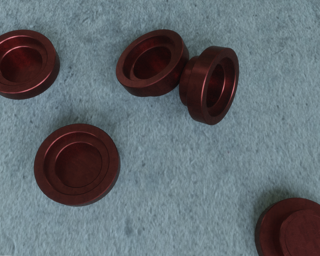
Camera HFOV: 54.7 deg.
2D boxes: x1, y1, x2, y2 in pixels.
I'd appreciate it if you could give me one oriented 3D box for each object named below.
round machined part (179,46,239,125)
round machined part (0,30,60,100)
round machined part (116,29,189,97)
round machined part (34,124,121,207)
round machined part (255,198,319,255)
[{"bbox_3d":[0.060,-0.056,0.396,0.042,0.098,0.098,19,69,33],"label":"round machined part"},{"bbox_3d":[-0.187,-0.083,0.427,0.099,0.042,0.098,0,70,-1],"label":"round machined part"},{"bbox_3d":[-0.006,-0.081,0.414,0.098,0.042,0.098,-15,54,21],"label":"round machined part"},{"bbox_3d":[-0.098,0.047,0.381,0.099,0.042,0.098,0,70,-1],"label":"round machined part"},{"bbox_3d":[0.164,0.129,0.354,0.099,0.042,0.098,0,70,-1],"label":"round machined part"}]
